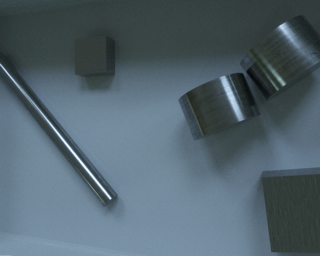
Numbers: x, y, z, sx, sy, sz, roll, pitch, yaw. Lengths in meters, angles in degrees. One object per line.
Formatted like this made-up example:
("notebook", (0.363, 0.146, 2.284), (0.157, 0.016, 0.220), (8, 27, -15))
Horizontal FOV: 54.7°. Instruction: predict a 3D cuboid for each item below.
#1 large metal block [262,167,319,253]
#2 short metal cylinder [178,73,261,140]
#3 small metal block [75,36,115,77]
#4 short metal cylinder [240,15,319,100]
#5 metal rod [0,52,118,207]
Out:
("large metal block", (0.160, 0.088, 0.341), (0.080, 0.050, 0.080), (-7, 88, 19))
("short metal cylinder", (0.068, -0.023, 0.357), (0.080, 0.080, 0.050), (-23, 83, 18))
("small metal block", (-0.093, -0.101, 0.442), (0.050, 0.025, 0.050), (-1, 90, 19))
("short metal cylinder", (0.135, -0.073, 0.334), (0.080, 0.080, 0.050), (-36, 79, 16))
("metal rod", (-0.167, -0.006, 0.467), (0.025, 0.025, 0.300), (-46, 76, 14))
